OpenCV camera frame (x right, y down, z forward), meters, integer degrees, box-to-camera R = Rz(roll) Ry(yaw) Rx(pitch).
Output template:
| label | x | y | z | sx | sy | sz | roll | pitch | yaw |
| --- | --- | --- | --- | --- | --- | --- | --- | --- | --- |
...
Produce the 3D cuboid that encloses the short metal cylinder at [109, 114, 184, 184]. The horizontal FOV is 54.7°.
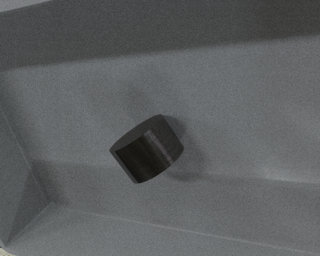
| label | x | y | z | sx | sy | sz | roll | pitch | yaw |
| --- | --- | --- | --- | --- | --- | --- | --- | --- | --- |
| short metal cylinder | -0.017 | 0.026 | 0.397 | 0.080 | 0.080 | 0.050 | -26 | 105 | 36 |
